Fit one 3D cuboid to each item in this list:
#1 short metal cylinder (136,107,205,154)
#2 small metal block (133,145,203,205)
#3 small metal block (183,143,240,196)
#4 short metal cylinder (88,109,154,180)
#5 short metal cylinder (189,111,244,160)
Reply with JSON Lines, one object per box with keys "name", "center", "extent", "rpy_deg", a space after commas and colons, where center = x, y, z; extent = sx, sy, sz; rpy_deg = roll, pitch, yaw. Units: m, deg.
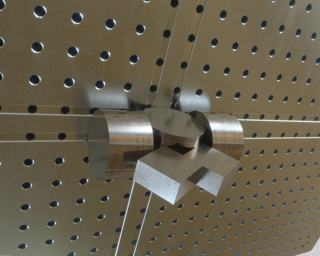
{"name": "short metal cylinder", "center": [0.011, 0.013, 0.389], "extent": [0.081, 0.080, 0.050], "rpy_deg": [1, 118, -29]}
{"name": "small metal block", "center": [0.009, 0.047, 0.324], "extent": [0.050, 0.050, 0.025], "rpy_deg": [-25, 136, -54]}
{"name": "small metal block", "center": [0.056, 0.045, 0.354], "extent": [0.050, 0.050, 0.025], "rpy_deg": [-24, 135, -54]}
{"name": "short metal cylinder", "center": [-0.048, 0.019, 0.360], "extent": [0.050, 0.080, 0.079], "rpy_deg": [1, 118, -29]}
{"name": "short metal cylinder", "center": [0.067, 0.017, 0.422], "extent": [0.050, 0.080, 0.079], "rpy_deg": [1, 118, -28]}
